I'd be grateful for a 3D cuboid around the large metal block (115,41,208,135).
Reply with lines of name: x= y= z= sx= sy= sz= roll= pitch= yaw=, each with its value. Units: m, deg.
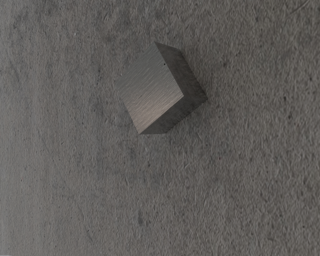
large metal block: x=0.000 y=-0.047 z=0.390 sx=0.080 sy=0.050 sz=0.080 roll=-40 pitch=66 yaw=33
